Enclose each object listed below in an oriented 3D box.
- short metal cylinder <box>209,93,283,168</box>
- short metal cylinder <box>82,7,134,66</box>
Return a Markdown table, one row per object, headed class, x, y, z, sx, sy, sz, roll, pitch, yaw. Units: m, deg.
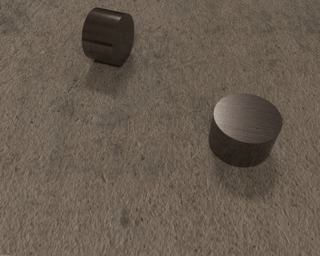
| class | x | y | z | sx | sy | sz | roll | pitch | yaw |
| --- | --- | --- | --- | --- | --- | --- | --- | --- | --- |
| short metal cylinder | 0.104 | 0.002 | 0.387 | 0.081 | 0.050 | 0.080 | 0 | 50 | 0 |
| short metal cylinder | -0.080 | -0.143 | 0.487 | 0.050 | 0.080 | 0.080 | 16 | 52 | 12 |
